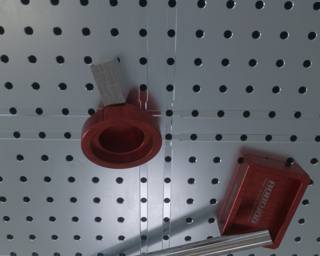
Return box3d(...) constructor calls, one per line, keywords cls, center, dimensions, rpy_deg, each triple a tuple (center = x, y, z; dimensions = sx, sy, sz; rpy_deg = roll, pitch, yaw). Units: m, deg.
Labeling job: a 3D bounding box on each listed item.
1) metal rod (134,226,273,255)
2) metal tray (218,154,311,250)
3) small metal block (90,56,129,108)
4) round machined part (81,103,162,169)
box3d(cls="metal rod", center=(0.013, 0.193, 0.463), dimensions=(0.301, 0.025, 0.025), rpy_deg=(-19, 109, 14))
box3d(cls="metal tray", center=(0.148, 0.110, 0.452), dimensions=(0.091, 0.030, 0.129), rpy_deg=(13, 110, -5))
box3d(cls="small metal block", center=(-0.059, -0.058, 0.378), dimensions=(0.025, 0.050, 0.050), rpy_deg=(-15, 109, 5))
box3d(cls="round machined part", center=(-0.049, 0.007, 0.392), dimensions=(0.099, 0.042, 0.097), rpy_deg=(-6, 138, -5))
